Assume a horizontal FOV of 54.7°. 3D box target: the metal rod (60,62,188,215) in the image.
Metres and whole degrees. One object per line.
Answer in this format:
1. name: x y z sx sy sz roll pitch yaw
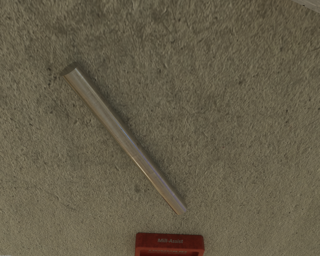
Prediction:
1. metal rod: -0.034 0.034 0.435 0.025 0.025 0.300 -22 127 17

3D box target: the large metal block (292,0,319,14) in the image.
1. large metal block: 0.132 -0.153 0.262 0.081 0.050 0.079 17 128 -14

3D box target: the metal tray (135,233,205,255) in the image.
1. metal tray: 0.016 0.247 0.614 0.131 0.030 0.089 4 130 -4
